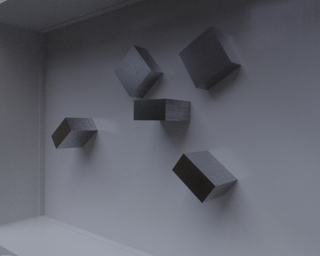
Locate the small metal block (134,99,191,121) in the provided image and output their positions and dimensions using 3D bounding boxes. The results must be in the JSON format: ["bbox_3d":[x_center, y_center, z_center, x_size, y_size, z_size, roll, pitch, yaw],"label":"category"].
[{"bbox_3d":[0.003,-0.022,0.386,0.050,0.050,0.025,2,91,39],"label":"small metal block"}]

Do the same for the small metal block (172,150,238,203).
[{"bbox_3d":[0.051,0.053,0.347,0.050,0.050,0.025,46,117,30],"label":"small metal block"}]

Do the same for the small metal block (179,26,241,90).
[{"bbox_3d":[0.057,-0.080,0.359,0.050,0.025,0.050,-36,68,33],"label":"small metal block"}]

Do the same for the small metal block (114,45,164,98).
[{"bbox_3d":[-0.030,-0.077,0.430,0.050,0.025,0.050,-47,62,29],"label":"small metal block"}]

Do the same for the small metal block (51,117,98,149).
[{"bbox_3d":[-0.139,0.008,0.502,0.050,0.050,0.025,-43,64,31],"label":"small metal block"}]
